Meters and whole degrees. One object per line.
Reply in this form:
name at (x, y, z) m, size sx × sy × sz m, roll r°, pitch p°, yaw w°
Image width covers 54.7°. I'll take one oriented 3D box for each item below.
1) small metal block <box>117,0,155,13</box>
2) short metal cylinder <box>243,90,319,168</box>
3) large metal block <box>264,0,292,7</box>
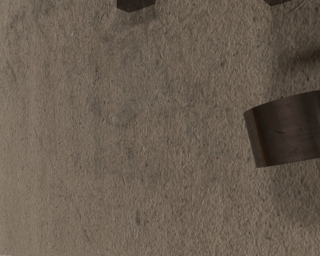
small metal block at (-0.034, -0.195, 0.431) m, size 0.050 × 0.025 × 0.050 m, roll -1°, pitch 89°, yaw 39°
short metal cylinder at (0.119, 0.003, 0.270) m, size 0.080 × 0.081 × 0.050 m, roll -18°, pitch 79°, yaw 38°
large metal block at (0.121, -0.154, 0.269) m, size 0.080 × 0.081 × 0.050 m, roll -3°, pitch 88°, yaw 39°
